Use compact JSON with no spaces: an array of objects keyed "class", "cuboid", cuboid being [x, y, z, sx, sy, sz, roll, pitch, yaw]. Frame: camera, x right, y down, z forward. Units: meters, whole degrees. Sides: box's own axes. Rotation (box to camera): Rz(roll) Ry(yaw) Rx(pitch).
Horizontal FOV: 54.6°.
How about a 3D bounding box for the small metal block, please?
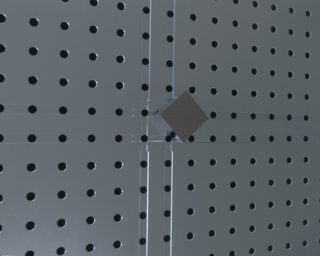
[{"class":"small metal block","cuboid":[0.029,-0.015,0.423,0.050,0.025,0.050,-43,104,-15]}]
